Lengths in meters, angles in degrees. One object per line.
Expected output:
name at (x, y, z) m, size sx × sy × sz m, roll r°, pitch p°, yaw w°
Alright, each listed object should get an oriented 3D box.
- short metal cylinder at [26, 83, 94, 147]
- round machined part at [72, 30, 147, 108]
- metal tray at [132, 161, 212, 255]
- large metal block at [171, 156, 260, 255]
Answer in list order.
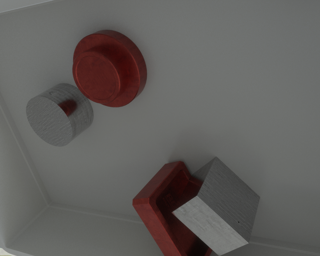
short metal cylinder at (-0.146, -0.020, 0.455) m, size 0.080 × 0.050 × 0.079 m, roll 13°, pitch 124°, yaw 20°
round machined part at (-0.070, -0.069, 0.390) m, size 0.098 × 0.042 × 0.097 m, roll 13°, pitch 124°, yaw 20°
metal tray at (0.028, 0.122, 0.420) m, size 0.030 × 0.090 × 0.130 m, roll -18°, pitch 107°, yaw 42°
large metal block at (0.074, 0.097, 0.394) m, size 0.080 × 0.080 × 0.050 m, roll 43°, pitch 129°, yaw -2°
